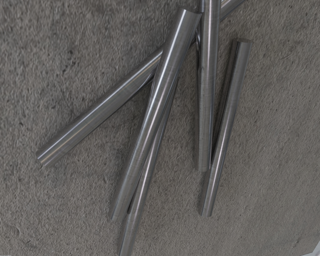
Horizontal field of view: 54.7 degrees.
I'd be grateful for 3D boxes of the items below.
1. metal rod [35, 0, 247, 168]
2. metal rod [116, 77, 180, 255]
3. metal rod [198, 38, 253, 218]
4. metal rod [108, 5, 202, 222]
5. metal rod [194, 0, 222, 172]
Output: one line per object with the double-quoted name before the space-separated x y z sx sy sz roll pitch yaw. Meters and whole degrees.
"metal rod" -0.020 -0.061 0.357 0.300 0.025 0.025 -41 129 -1
"metal rod" -0.023 0.068 0.435 0.025 0.025 0.298 0 118 -29
"metal rod" 0.092 0.017 0.467 0.025 0.025 0.298 -8 122 -24
"metal rod" -0.017 0.005 0.378 0.025 0.025 0.298 2 124 -30
"metal rod" 0.056 -0.053 0.380 0.025 0.025 0.298 -20 134 -17
